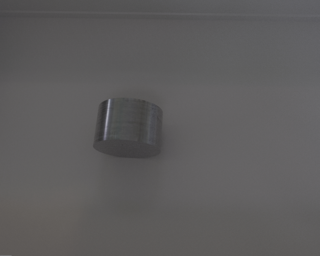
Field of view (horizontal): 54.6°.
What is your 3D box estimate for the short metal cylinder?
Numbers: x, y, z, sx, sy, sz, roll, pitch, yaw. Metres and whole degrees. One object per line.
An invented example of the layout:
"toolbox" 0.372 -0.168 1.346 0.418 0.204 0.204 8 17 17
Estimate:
"short metal cylinder" -0.038 0.003 0.379 0.080 0.080 0.050 3 70 1
